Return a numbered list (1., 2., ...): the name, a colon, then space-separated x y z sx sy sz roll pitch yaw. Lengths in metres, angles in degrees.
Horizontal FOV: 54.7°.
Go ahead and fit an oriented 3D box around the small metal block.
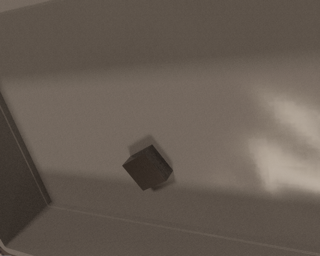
1. small metal block: -0.018 0.059 0.453 0.050 0.025 0.050 -31 102 37
